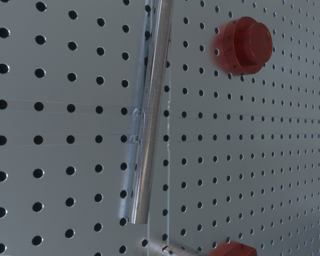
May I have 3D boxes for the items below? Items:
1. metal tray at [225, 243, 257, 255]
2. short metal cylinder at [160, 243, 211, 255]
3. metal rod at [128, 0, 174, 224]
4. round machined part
[{"bbox_3d":[0.133,0.275,0.518,0.091,0.030,0.129,-19,102,-38],"label":"metal tray"},{"bbox_3d":[0.035,0.206,0.424,0.081,0.050,0.079,0,90,-40],"label":"short metal cylinder"},{"bbox_3d":[-0.010,-0.030,0.400,0.025,0.025,0.298,11,83,-40],"label":"metal rod"},{"bbox_3d":[0.156,-0.141,0.529,0.099,0.042,0.097,0,90,-40],"label":"round machined part"}]
